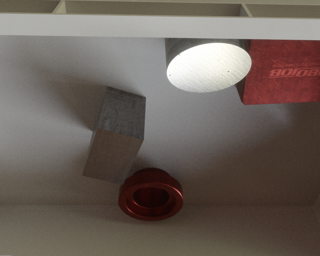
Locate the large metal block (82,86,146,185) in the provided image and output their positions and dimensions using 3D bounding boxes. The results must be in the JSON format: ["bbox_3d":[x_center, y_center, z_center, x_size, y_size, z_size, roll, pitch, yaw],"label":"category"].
[{"bbox_3d":[-0.055,0.009,0.380,0.050,0.080,0.079,16,128,-14],"label":"large metal block"}]

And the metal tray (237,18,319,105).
[{"bbox_3d":[0.158,-0.073,0.346,0.131,0.030,0.089,-3,130,1],"label":"metal tray"}]

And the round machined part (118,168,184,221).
[{"bbox_3d":[-0.014,0.100,0.483,0.099,0.042,0.097,-1,130,0],"label":"round machined part"}]

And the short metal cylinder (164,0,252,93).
[{"bbox_3d":[0.046,-0.078,0.309,0.081,0.050,0.080,-3,155,-1],"label":"short metal cylinder"}]
